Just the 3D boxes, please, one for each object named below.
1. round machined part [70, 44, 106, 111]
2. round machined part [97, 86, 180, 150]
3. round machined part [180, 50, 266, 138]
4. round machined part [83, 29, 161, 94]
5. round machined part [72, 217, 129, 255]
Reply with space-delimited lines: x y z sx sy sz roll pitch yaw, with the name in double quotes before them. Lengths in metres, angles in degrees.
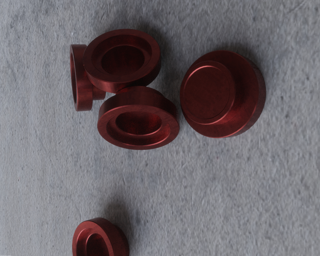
"round machined part" -0.107 -0.074 0.461 0.098 0.042 0.097 175 90 -71
"round machined part" -0.025 -0.015 0.383 0.098 0.098 0.042 -29 47 36
"round machined part" 0.061 -0.037 0.342 0.098 0.042 0.097 0 90 39
"round machined part" -0.048 -0.082 0.408 0.098 0.099 0.042 49 161 28
"round machined part" -0.084 0.182 0.461 0.098 0.042 0.097 0 90 39
